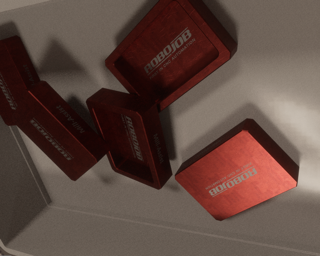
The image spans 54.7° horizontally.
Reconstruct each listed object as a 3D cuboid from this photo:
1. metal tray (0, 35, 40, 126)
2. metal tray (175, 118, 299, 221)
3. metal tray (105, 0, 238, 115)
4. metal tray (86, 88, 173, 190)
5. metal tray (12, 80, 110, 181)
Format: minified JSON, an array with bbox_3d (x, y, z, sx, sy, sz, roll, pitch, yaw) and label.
[{"bbox_3d":[-0.230,-0.069,0.481,0.090,0.030,0.129,-4,117,29],"label":"metal tray"},{"bbox_3d":[0.092,0.058,0.392,0.090,0.030,0.129,45,129,-4],"label":"metal tray"},{"bbox_3d":[0.008,-0.081,0.349,0.090,0.030,0.130,49,128,-7],"label":"metal tray"},{"bbox_3d":[-0.038,0.016,0.408,0.090,0.030,0.129,15,135,33],"label":"metal tray"},{"bbox_3d":[-0.142,0.008,0.436,0.130,0.030,0.090,47,136,-5],"label":"metal tray"}]
